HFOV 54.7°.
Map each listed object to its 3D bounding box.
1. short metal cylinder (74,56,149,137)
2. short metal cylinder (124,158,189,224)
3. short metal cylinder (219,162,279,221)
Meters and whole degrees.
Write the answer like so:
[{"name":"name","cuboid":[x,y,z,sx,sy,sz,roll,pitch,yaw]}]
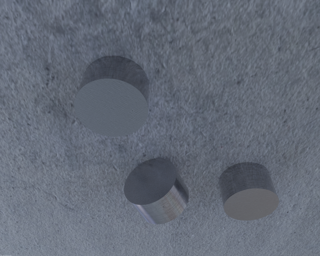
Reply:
[{"name":"short metal cylinder","cuboid":[-0.053,-0.036,0.359,0.081,0.050,0.079,0,130,0]},{"name":"short metal cylinder","cuboid":[-0.005,0.090,0.448,0.080,0.080,0.050,-18,128,14]},{"name":"short metal cylinder","cuboid":[0.135,0.098,0.477,0.081,0.050,0.079,0,130,0]}]
